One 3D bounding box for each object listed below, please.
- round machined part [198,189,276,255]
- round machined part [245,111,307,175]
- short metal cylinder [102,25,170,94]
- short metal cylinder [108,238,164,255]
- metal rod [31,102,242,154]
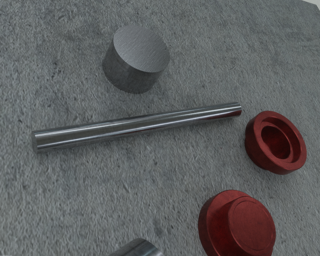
[{"bbox_3d":[0.099,0.121,0.374,0.099,0.042,0.098,14,56,-21],"label":"round machined part"},{"bbox_3d":[0.169,0.026,0.471,0.099,0.042,0.098,14,56,-21],"label":"round machined part"},{"bbox_3d":[-0.033,-0.094,0.429,0.081,0.050,0.080,14,56,-21],"label":"short metal cylinder"},{"bbox_3d":[-0.022,0.145,0.269,0.050,0.080,0.080,-22,74,-36],"label":"short metal cylinder"},{"bbox_3d":[-0.006,-0.007,0.405,0.303,0.025,0.025,-10,67,-33],"label":"metal rod"}]
